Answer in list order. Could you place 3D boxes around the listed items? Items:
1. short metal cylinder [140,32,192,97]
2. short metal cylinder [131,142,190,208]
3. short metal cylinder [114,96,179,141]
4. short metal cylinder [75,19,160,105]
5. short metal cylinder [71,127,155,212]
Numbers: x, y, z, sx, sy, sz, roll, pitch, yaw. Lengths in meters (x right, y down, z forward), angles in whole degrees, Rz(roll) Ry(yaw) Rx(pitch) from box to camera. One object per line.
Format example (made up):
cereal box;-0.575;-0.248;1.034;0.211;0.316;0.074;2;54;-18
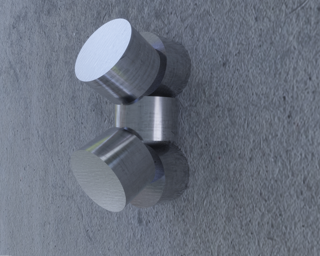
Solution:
short metal cylinder;-0.007;-0.077;0.397;0.080;0.050;0.080;0;90;40
short metal cylinder;-0.009;0.058;0.398;0.080;0.050;0.080;0;90;40
short metal cylinder;-0.017;-0.012;0.386;0.080;0.081;0.050;2;92;40
short metal cylinder;-0.047;-0.073;0.345;0.080;0.050;0.080;-19;54;29
short metal cylinder;-0.052;0.046;0.347;0.080;0.050;0.079;22;131;28
